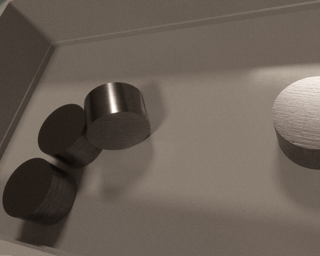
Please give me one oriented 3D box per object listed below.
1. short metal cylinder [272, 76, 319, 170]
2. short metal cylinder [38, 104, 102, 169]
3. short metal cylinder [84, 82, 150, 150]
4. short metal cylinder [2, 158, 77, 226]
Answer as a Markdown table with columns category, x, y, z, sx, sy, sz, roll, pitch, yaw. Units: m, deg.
| category | x | y | z | sx | sy | sz | roll | pitch | yaw |
| --- | --- | --- | --- | --- | --- | --- | --- | --- | --- |
| short metal cylinder | 0.158 | -0.005 | 0.310 | 0.080 | 0.050 | 0.080 | -13 | 56 | 20 |
| short metal cylinder | -0.126 | 0.012 | 0.446 | 0.080 | 0.050 | 0.080 | -13 | 56 | 20 |
| short metal cylinder | -0.057 | -0.014 | 0.407 | 0.080 | 0.080 | 0.050 | -24 | 53 | 13 |
| short metal cylinder | -0.162 | 0.087 | 0.419 | 0.080 | 0.050 | 0.080 | -13 | 56 | 20 |
